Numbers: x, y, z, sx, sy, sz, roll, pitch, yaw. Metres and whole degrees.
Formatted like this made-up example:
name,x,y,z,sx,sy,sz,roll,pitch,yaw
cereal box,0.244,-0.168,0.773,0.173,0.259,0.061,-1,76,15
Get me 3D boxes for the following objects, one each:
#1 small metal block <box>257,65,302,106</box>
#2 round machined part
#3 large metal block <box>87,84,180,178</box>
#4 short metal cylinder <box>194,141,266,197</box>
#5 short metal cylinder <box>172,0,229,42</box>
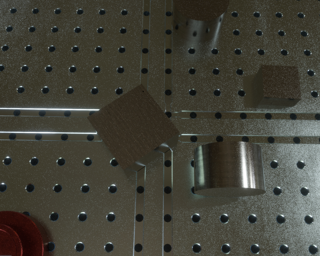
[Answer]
name,x,y,z,sx,sy,sz,roll,pitch,yaw
small metal block,0.166,-0.060,0.436,0.050,0.025,0.050,3,70,0
round machined part,-0.181,0.143,0.348,0.099,0.042,0.098,0,70,-1
large metal block,-0.033,0.004,0.397,0.080,0.050,0.080,-34,74,-12
short metal cylinder,0.081,0.051,0.365,0.081,0.080,0.050,1,70,0
short metal cylinder,0.059,-0.177,0.464,0.081,0.050,0.080,0,70,0
